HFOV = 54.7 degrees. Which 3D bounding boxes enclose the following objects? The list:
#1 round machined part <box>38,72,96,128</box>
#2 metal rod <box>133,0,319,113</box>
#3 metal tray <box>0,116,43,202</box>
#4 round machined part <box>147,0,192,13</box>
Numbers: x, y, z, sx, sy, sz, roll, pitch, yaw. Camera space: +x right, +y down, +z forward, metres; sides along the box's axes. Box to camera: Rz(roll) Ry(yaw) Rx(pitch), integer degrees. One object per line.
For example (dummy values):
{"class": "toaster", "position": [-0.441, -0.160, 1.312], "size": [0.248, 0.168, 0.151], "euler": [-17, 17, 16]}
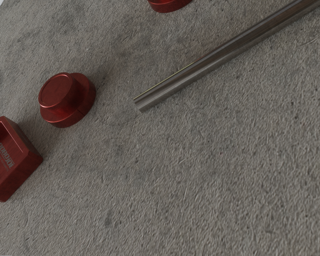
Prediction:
{"class": "round machined part", "position": [-0.158, -0.052, 0.508], "size": [0.098, 0.042, 0.098], "euler": [-13, 56, 21]}
{"class": "metal rod", "position": [0.097, -0.107, 0.418], "size": [0.300, 0.025, 0.025], "euler": [-30, 52, 8]}
{"class": "metal tray", "position": [-0.256, 0.046, 0.506], "size": [0.090, 0.030, 0.130], "euler": [-49, 52, -6]}
{"class": "round machined part", "position": [0.018, -0.251, 0.538], "size": [0.098, 0.042, 0.098], "euler": [-13, 56, 21]}
